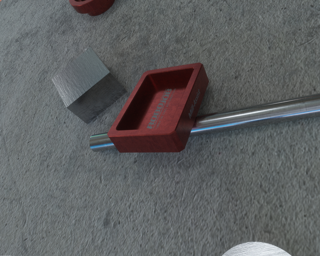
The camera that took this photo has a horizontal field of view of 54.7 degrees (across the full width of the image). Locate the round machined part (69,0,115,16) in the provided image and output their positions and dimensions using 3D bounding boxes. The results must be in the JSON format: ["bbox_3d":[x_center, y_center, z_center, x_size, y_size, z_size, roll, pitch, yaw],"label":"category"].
[{"bbox_3d":[-0.129,-0.264,0.620,0.098,0.042,0.098,-13,56,20],"label":"round machined part"}]

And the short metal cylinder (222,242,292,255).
[{"bbox_3d":[0.086,0.141,0.256,0.080,0.050,0.080,-13,56,20],"label":"short metal cylinder"}]

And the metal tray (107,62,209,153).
[{"bbox_3d":[0.002,-0.027,0.389,0.090,0.030,0.130,-3,44,29],"label":"metal tray"}]

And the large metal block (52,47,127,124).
[{"bbox_3d":[-0.111,-0.067,0.485,0.080,0.050,0.080,-39,51,1],"label":"large metal block"}]

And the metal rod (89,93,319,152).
[{"bbox_3d":[0.045,-0.003,0.380,0.301,0.025,0.025,-10,58,22],"label":"metal rod"}]
